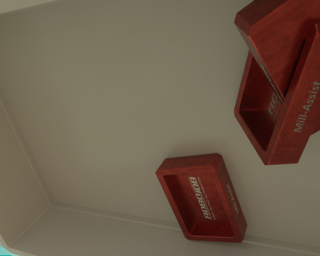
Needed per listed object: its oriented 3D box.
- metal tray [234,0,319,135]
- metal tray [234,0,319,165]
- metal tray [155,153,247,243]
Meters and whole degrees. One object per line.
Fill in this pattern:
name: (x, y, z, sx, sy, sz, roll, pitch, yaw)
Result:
metal tray: (0.129, -0.061, 0.246, 0.090, 0.030, 0.130, -34, 126, 15)
metal tray: (0.108, -0.042, 0.279, 0.030, 0.090, 0.129, -2, 127, -9)
metal tray: (0.059, 0.101, 0.436, 0.090, 0.030, 0.129, -10, 114, 32)
